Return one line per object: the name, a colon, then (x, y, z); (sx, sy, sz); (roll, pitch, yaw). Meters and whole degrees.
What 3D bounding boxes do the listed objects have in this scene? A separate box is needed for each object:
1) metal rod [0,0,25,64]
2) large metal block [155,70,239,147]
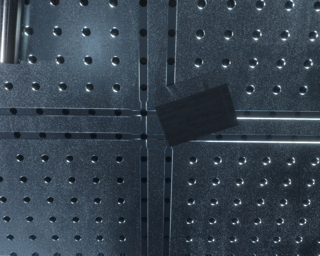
metal rod: (-0.152, -0.218, 0.331); (0.025, 0.025, 0.298); (12, 110, -5)
large metal block: (0.041, -0.027, 0.374); (0.080, 0.080, 0.050); (-18, 109, 6)
